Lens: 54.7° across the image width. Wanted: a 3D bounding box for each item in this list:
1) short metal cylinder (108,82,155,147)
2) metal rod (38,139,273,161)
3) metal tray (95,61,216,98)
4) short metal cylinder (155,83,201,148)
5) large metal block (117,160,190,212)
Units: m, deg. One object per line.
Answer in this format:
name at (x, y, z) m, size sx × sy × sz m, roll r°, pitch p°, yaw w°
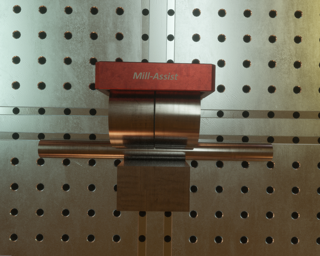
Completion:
short metal cylinder at (-0.032, -0.016, 0.383) m, size 0.050 × 0.080 × 0.079 m, roll 1°, pitch 90°, yaw 0°
metal rod at (-0.005, 0.029, 0.409) m, size 0.302 × 0.025 × 0.025 m, roll 1°, pitch 90°, yaw 0°
metal tray at (-0.005, -0.056, 0.377) m, size 0.131 × 0.090 × 0.030 m, roll 1°, pitch 90°, yaw 0°
short metal cylinder at (0.020, -0.016, 0.383) m, size 0.050 × 0.080 × 0.079 m, roll 2°, pitch 90°, yaw 0°
large metal block at (-0.007, 0.067, 0.382) m, size 0.081 × 0.080 × 0.050 m, roll 1°, pitch 90°, yaw 0°
